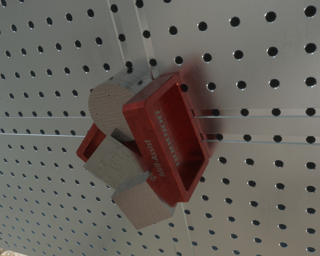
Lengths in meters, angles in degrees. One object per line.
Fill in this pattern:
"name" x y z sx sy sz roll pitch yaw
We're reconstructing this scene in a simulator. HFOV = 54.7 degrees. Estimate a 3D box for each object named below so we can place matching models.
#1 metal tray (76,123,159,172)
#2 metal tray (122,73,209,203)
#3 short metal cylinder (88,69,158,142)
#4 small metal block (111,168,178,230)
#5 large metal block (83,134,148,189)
"metal tray" -0.054 0.048 0.463 0.130 0.030 0.089 40 129 0
"metal tray" 0.013 0.012 0.368 0.030 0.090 0.129 -9 114 32
"short metal cylinder" -0.044 -0.029 0.398 0.080 0.050 0.079 13 124 20
"small metal block" -0.017 0.081 0.347 0.050 0.025 0.050 -29 104 26
"large metal block" -0.049 0.060 0.416 0.080 0.050 0.080 34 164 5
